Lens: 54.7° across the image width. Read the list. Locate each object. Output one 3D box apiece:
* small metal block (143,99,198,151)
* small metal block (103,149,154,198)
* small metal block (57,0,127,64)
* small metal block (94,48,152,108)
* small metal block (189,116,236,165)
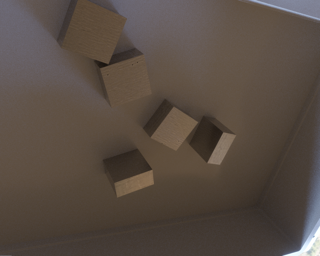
[{"bbox_3d":[0.015,-0.004,0.416,0.050,0.025,0.050,29,102,-38],"label":"small metal block"},{"bbox_3d":[-0.042,0.058,0.407,0.050,0.050,0.025,-17,125,-19],"label":"small metal block"},{"bbox_3d":[-0.069,-0.099,0.311,0.050,0.025,0.050,14,111,-34],"label":"small metal block"},{"bbox_3d":[-0.041,-0.057,0.352,0.050,0.025,0.050,-22,127,-16],"label":"small metal block"},{"bbox_3d":[0.074,0.017,0.446,0.025,0.050,0.050,11,113,-34],"label":"small metal block"}]
